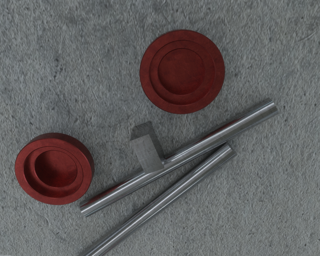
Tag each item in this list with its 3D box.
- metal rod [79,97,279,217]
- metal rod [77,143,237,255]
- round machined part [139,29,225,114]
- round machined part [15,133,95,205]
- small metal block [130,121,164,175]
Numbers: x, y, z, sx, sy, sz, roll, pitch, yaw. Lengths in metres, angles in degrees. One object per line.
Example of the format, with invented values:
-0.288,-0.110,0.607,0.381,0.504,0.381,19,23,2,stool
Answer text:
0.018,0.045,0.426,0.300,0.025,0.025,-30,108,10,metal rod
-0.015,0.121,0.454,0.300,0.025,0.025,-40,106,13,metal rod
0.026,-0.069,0.375,0.099,0.042,0.097,0,110,0,round machined part
-0.137,0.051,0.418,0.099,0.042,0.097,0,110,0,round machined part
-0.016,0.025,0.405,0.025,0.050,0.050,-21,109,7,small metal block
